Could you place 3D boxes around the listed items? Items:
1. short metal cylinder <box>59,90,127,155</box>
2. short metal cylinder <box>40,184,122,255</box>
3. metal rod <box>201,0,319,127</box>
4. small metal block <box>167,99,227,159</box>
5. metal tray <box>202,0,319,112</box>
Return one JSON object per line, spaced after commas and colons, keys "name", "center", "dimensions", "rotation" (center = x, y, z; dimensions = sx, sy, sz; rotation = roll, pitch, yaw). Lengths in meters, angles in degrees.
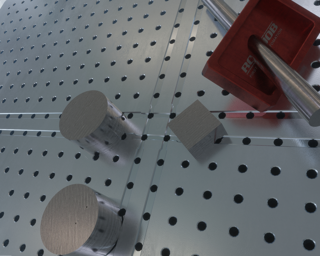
{"name": "short metal cylinder", "center": [-0.096, -0.007, 0.447], "dimensions": [0.080, 0.050, 0.080], "rotation": [-13, 56, 21]}
{"name": "short metal cylinder", "center": [-0.094, 0.113, 0.372], "dimensions": [0.080, 0.050, 0.080], "rotation": [-13, 56, 21]}
{"name": "metal rod", "center": [0.113, -0.110, 0.389], "dimensions": [0.025, 0.025, 0.300], "rotation": [-29, 44, 10]}
{"name": "small metal block", "center": [0.045, 0.001, 0.384], "dimensions": [0.050, 0.025, 0.050], "rotation": [-39, 51, 1]}
{"name": "metal tray", "center": [0.123, -0.095, 0.370], "dimensions": [0.090, 0.030, 0.130], "rotation": [34, 78, 4]}
